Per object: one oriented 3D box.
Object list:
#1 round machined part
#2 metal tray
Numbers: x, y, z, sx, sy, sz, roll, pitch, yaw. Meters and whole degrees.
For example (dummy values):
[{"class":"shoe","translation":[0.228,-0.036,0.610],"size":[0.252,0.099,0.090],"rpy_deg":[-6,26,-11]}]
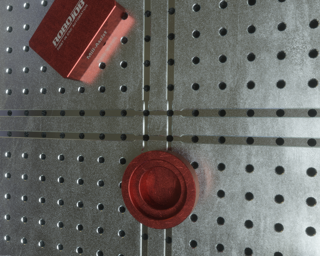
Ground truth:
[{"class":"round machined part","translation":[0.003,0.076,0.402],"size":[0.098,0.042,0.097],"rpy_deg":[0,90,20]},{"class":"metal tray","translation":[-0.123,-0.147,0.453],"size":[0.090,0.030,0.130],"rpy_deg":[42,103,15]}]
